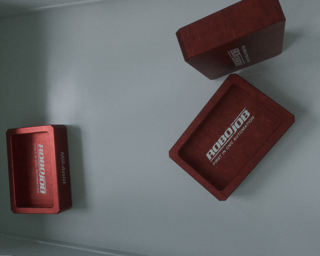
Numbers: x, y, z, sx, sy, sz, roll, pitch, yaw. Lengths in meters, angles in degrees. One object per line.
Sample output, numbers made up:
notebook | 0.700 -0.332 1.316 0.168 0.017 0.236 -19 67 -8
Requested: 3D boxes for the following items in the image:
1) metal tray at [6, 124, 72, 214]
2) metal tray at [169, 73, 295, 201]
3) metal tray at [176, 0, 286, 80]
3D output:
metal tray | -0.185 0.062 0.473 0.090 0.030 0.129 -5 88 19
metal tray | 0.084 0.011 0.377 0.090 0.030 0.130 41 103 15
metal tray | 0.080 -0.089 0.326 0.090 0.130 0.030 -19 84 19
